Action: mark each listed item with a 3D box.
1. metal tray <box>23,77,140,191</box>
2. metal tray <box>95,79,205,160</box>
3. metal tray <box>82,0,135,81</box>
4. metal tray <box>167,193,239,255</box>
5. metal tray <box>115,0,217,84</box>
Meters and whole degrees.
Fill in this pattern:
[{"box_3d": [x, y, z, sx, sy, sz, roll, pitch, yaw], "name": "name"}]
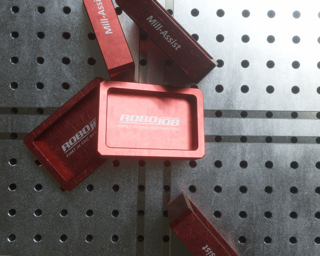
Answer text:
[{"box_3d": [-0.098, 0.008, 0.409, 0.130, 0.030, 0.090, -40, 91, -1], "name": "metal tray"}, {"box_3d": [-0.011, -0.007, 0.383, 0.131, 0.030, 0.090, 3, 77, -16], "name": "metal tray"}, {"box_3d": [-0.067, -0.122, 0.378, 0.030, 0.090, 0.129, -20, 90, -6], "name": "metal tray"}, {"box_3d": [0.063, 0.146, 0.381, 0.030, 0.090, 0.130, -41, 91, 0], "name": "metal tray"}, {"box_3d": [0.014, -0.113, 0.378, 0.130, 0.090, 0.030, 45, 108, 0], "name": "metal tray"}]
